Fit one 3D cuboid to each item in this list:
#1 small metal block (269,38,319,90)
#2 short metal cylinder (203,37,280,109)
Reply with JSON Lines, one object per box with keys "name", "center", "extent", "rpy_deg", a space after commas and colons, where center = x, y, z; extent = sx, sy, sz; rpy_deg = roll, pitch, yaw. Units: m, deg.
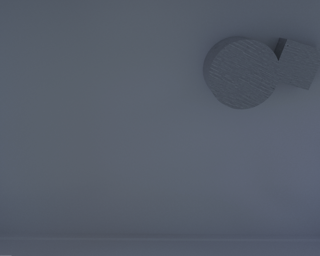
{"name": "small metal block", "center": [0.166, -0.080, 0.384], "extent": [0.050, 0.025, 0.050], "rpy_deg": [15, 109, -6]}
{"name": "short metal cylinder", "center": [0.095, -0.068, 0.374], "extent": [0.081, 0.050, 0.079], "rpy_deg": [0, 110, -1]}
